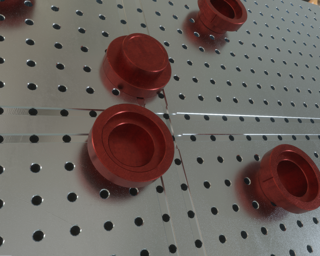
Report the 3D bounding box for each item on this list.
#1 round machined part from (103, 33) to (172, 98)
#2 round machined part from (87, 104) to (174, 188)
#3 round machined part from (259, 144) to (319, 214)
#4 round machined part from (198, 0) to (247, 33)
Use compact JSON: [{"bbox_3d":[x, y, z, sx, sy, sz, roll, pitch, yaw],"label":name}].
[{"bbox_3d":[-0.027,-0.095,0.440,0.099,0.042,0.098,13,56,-21],"label":"round machined part"},{"bbox_3d":[-0.036,0.023,0.363,0.099,0.042,0.098,13,56,-21],"label":"round machined part"},{"bbox_3d":[0.184,0.076,0.449,0.099,0.042,0.098,13,56,-21],"label":"round machined part"},{"bbox_3d":[0.114,-0.221,0.592,0.099,0.042,0.098,13,56,-21],"label":"round machined part"}]
